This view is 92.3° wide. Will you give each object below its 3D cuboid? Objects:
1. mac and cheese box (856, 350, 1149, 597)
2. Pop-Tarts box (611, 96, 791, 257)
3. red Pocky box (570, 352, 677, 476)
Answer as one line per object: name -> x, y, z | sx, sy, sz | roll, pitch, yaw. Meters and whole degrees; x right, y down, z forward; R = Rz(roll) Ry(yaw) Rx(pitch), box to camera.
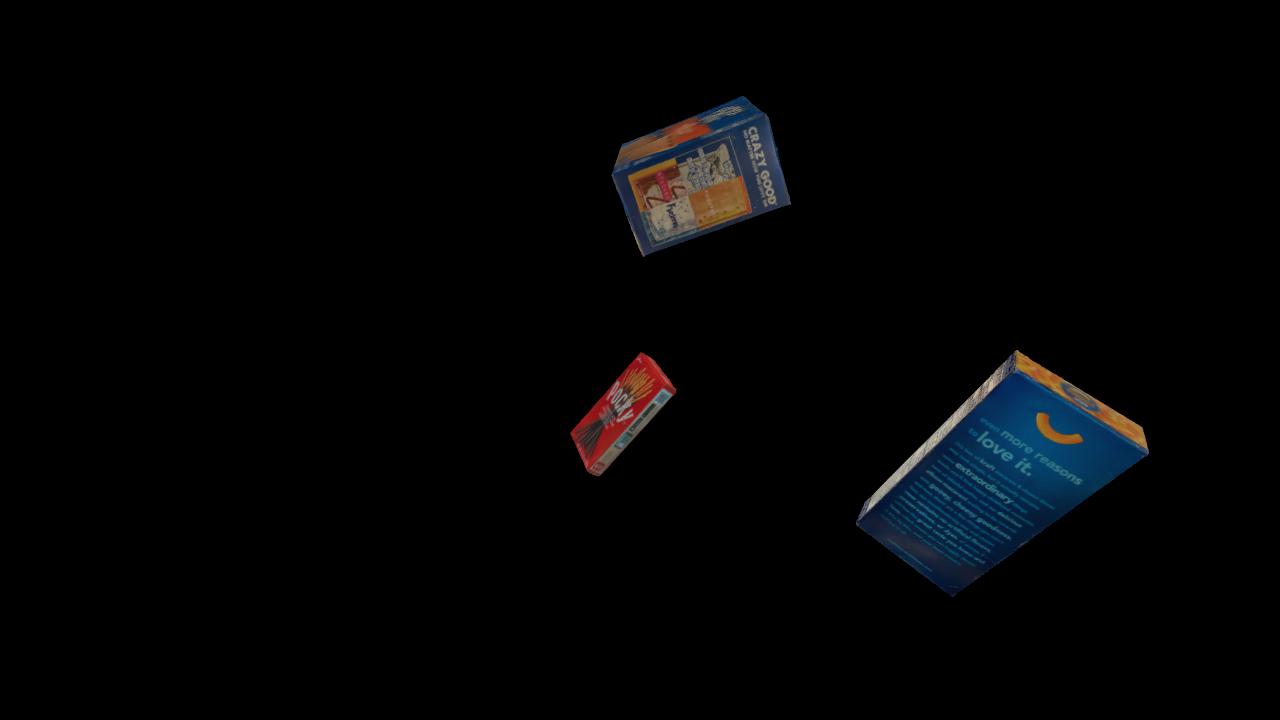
mac and cheese box -> 0.252, 0.090, 0.453 | 0.093, 0.184, 0.041 | 37, 38, 13
Pop-Tarts box -> 0.055, -0.185, 0.601 | 0.141, 0.083, 0.167 | -17, 27, 11
red Pocky box -> -0.026, 0.070, 0.805 | 0.028, 0.155, 0.083 | 34, 12, -36
